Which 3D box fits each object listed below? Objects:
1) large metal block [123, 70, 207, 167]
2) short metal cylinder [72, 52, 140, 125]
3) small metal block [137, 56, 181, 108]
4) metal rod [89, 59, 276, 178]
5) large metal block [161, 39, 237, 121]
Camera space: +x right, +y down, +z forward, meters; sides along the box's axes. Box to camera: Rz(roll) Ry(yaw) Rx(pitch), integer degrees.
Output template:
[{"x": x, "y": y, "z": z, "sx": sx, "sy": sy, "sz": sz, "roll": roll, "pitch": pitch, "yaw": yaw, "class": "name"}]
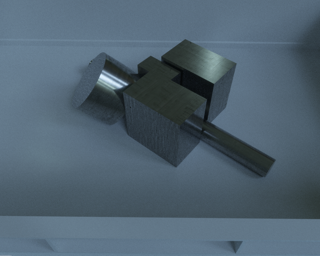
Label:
[{"x": 0.005, "y": -0.011, "z": 0.378, "sx": 0.080, "sy": 0.080, "sz": 0.050, "roll": 32, "pitch": 57, "yaw": 23, "class": "large metal block"}, {"x": -0.071, "y": -0.050, "z": 0.401, "sx": 0.050, "sy": 0.080, "sz": 0.080, "roll": 29, "pitch": 43, "yaw": -29, "class": "short metal cylinder"}, {"x": -0.001, "y": -0.059, "z": 0.407, "sx": 0.050, "sy": 0.050, "sz": 0.025, "roll": 33, "pitch": 58, "yaw": 24, "class": "small metal block"}, {"x": 0.014, "y": -0.025, "z": 0.425, "sx": 0.300, "sy": 0.025, "sz": 0.025, "roll": 32, "pitch": 57, "yaw": 23, "class": "metal rod"}, {"x": 0.049, "y": -0.061, "z": 0.420, "sx": 0.080, "sy": 0.080, "sz": 0.050, "roll": 33, "pitch": 57, "yaw": 24, "class": "large metal block"}]
